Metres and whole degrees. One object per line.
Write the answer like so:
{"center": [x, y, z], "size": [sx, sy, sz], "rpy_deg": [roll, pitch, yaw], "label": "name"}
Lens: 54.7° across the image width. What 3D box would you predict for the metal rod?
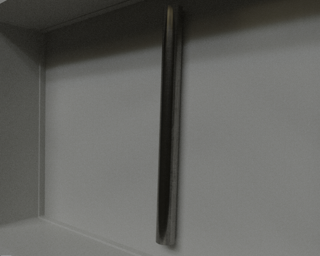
{"center": [0.012, -0.003, 0.395], "size": [0.025, 0.025, 0.298], "rpy_deg": [3, 92, 39], "label": "metal rod"}
